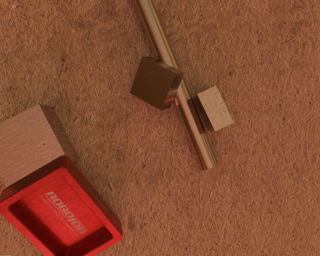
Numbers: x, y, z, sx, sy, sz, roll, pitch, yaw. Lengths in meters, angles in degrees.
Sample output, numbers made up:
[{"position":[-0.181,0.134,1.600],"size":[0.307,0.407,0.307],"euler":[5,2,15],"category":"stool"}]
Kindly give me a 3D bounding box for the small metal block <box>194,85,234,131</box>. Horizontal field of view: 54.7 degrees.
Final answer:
[{"position":[0.067,-0.024,0.398],"size":[0.025,0.050,0.050],"euler":[-26,90,0],"category":"small metal block"}]

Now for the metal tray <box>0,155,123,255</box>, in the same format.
[{"position":[-0.117,0.108,0.379],"size":[0.090,0.030,0.130],"euler":[-31,115,0],"category":"metal tray"}]

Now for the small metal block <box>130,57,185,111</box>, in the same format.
[{"position":[-0.004,-0.057,0.394],"size":[0.050,0.025,0.050],"euler":[30,113,19],"category":"small metal block"}]

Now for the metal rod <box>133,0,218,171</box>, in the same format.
[{"position":[0.010,-0.087,0.410],"size":[0.025,0.025,0.299],"euler":[-22,90,0],"category":"metal rod"}]

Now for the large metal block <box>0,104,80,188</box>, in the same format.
[{"position":[-0.163,0.024,0.395],"size":[0.080,0.050,0.080],"euler":[-27,90,-1],"category":"large metal block"}]
